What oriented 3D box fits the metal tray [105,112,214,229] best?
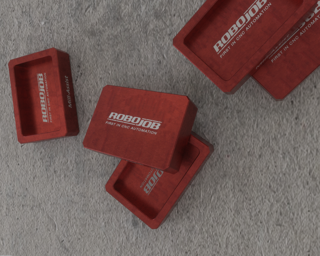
[{"bbox_3d":[-0.002,0.053,0.406,0.090,0.030,0.129,36,101,16],"label":"metal tray"}]

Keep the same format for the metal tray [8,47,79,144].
[{"bbox_3d":[-0.176,-0.046,0.468,0.090,0.030,0.129,-9,87,19],"label":"metal tray"}]

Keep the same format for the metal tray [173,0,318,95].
[{"bbox_3d":[0.090,-0.113,0.342,0.090,0.030,0.130,46,104,14],"label":"metal tray"}]

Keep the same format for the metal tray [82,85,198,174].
[{"bbox_3d":[-0.027,-0.002,0.391,0.130,0.030,0.090,12,77,29],"label":"metal tray"}]

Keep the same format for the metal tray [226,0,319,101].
[{"bbox_3d":[0.153,-0.106,0.352,0.130,0.030,0.090,-45,76,14],"label":"metal tray"}]
